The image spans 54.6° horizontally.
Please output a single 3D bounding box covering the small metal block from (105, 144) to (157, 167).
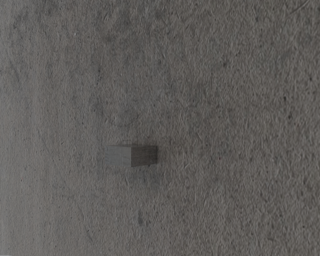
[{"bbox_3d":[-0.039,0.036,0.422,0.050,0.050,0.025,1,91,40],"label":"small metal block"}]
